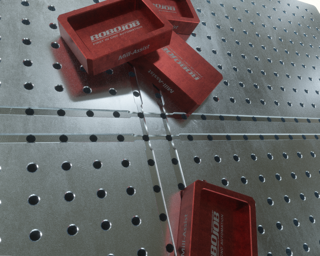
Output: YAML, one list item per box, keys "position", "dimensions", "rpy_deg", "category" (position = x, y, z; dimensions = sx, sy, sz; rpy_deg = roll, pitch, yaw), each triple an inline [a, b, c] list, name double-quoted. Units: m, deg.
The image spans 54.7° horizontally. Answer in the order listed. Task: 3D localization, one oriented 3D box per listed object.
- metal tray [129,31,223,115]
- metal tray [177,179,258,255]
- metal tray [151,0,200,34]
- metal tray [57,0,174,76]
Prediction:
- position: [0.025, -0.093, 0.477]
  dimensions: [0.130, 0.030, 0.090]
  rpy_deg: [42, 51, 0]
  category: "metal tray"
- position: [0.068, 0.135, 0.360]
  dimensions: [0.091, 0.030, 0.130]
  rpy_deg: [20, 54, -17]
  category: "metal tray"
- position: [-0.004, -0.209, 0.532]
  dimensions: [0.131, 0.030, 0.090]
  rpy_deg: [-6, 65, -31]
  category: "metal tray"
- position: [-0.059, -0.134, 0.425]
  dimensions: [0.131, 0.030, 0.090]
  rpy_deg: [-28, 67, -22]
  category: "metal tray"
